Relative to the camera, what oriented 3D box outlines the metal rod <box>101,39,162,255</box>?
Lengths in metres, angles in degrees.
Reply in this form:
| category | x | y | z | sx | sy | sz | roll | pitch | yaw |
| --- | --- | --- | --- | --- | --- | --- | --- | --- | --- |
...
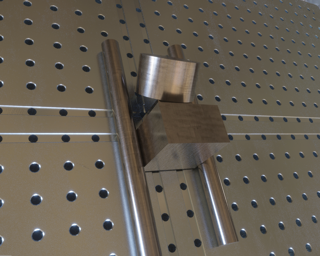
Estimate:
| category | x | y | z | sx | sy | sz | roll | pitch | yaw |
| --- | --- | --- | --- | --- | --- | --- | --- | --- | --- |
| metal rod | -0.039 | 0.013 | 0.378 | 0.025 | 0.025 | 0.299 | 1 | 61 | -28 |

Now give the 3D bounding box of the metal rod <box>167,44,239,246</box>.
| category | x | y | z | sx | sy | sz | roll | pitch | yaw |
| --- | --- | --- | --- | --- | --- | --- | --- | --- | --- |
| metal rod | 0.053 | 0.006 | 0.432 | 0.025 | 0.025 | 0.299 | 2 | 61 | -27 |

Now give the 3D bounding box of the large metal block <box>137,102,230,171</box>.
| category | x | y | z | sx | sy | sz | roll | pitch | yaw |
| --- | --- | --- | --- | --- | --- | --- | --- | --- | --- |
| large metal block | 0.022 | 0.013 | 0.374 | 0.081 | 0.080 | 0.050 | 1 | 62 | -28 |

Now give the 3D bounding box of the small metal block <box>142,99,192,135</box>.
| category | x | y | z | sx | sy | sz | roll | pitch | yaw |
| --- | --- | --- | --- | --- | --- | --- | --- | --- | --- |
| small metal block | 0.011 | -0.013 | 0.406 | 0.050 | 0.050 | 0.025 | 2 | 61 | -28 |

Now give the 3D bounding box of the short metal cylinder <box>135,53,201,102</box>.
| category | x | y | z | sx | sy | sz | roll | pitch | yaw |
| --- | --- | --- | --- | --- | --- | --- | --- | --- | --- |
| short metal cylinder | 0.010 | -0.068 | 0.411 | 0.081 | 0.050 | 0.080 | 9 | 15 | -2 |
